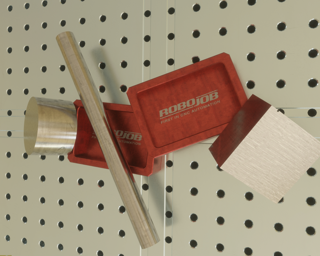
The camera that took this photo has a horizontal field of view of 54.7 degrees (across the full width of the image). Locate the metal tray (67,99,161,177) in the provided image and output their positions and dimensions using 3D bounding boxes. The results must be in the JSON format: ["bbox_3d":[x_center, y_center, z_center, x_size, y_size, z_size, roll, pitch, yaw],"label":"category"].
[{"bbox_3d":[-0.062,0.011,0.431,0.130,0.030,0.089,7,92,19],"label":"metal tray"}]

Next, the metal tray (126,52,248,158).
[{"bbox_3d":[0.036,-0.026,0.377,0.131,0.030,0.090,-20,83,2],"label":"metal tray"}]

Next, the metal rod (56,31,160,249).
[{"bbox_3d":[-0.071,0.009,0.406,0.025,0.025,0.299,-27,81,18],"label":"metal rod"}]

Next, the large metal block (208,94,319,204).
[{"bbox_3d":[0.115,0.022,0.340,0.080,0.050,0.080,33,103,-15],"label":"large metal block"}]

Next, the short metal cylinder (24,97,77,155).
[{"bbox_3d":[-0.155,-0.001,0.435,0.080,0.050,0.080,-8,80,54],"label":"short metal cylinder"}]
